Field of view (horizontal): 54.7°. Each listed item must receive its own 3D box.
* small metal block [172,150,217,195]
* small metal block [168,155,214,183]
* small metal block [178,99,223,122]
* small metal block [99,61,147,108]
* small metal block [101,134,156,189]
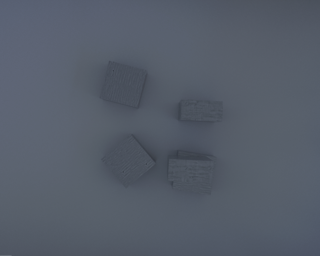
[{"bbox_3d":[0.045,0.058,0.412,0.050,0.025,0.050,9,90,-1],"label":"small metal block"},{"bbox_3d":[0.035,0.048,0.375,0.050,0.050,0.025,3,90,0],"label":"small metal block"},{"bbox_3d":[0.051,-0.021,0.400,0.050,0.050,0.025,3,90,-1],"label":"small metal block"},{"bbox_3d":[-0.047,-0.057,0.411,0.050,0.025,0.050,14,90,-1],"label":"small metal block"},{"bbox_3d":[-0.041,0.043,0.411,0.050,0.025,0.050,-40,91,0],"label":"small metal block"}]
